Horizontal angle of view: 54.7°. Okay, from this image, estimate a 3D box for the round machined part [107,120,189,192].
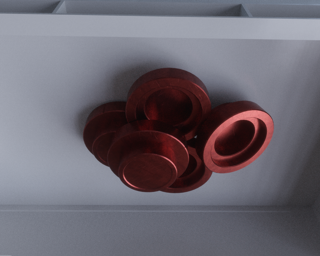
[{"bbox_3d":[-0.014,0.040,0.373,0.099,0.042,0.097,-1,130,0],"label":"round machined part"}]

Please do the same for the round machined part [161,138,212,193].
[{"bbox_3d":[0.022,0.045,0.434,0.099,0.042,0.097,-1,130,0],"label":"round machined part"}]

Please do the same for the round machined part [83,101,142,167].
[{"bbox_3d":[-0.051,0.016,0.407,0.099,0.042,0.097,-1,130,0],"label":"round machined part"}]

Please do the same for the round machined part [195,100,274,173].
[{"bbox_3d":[0.088,0.007,0.389,0.099,0.042,0.097,-13,129,-16],"label":"round machined part"}]

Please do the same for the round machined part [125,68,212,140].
[{"bbox_3d":[0.010,-0.030,0.371,0.099,0.042,0.097,-1,130,0],"label":"round machined part"}]
